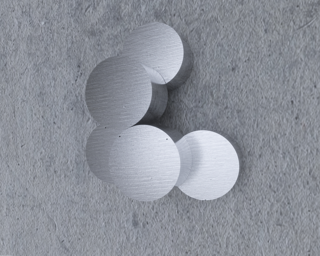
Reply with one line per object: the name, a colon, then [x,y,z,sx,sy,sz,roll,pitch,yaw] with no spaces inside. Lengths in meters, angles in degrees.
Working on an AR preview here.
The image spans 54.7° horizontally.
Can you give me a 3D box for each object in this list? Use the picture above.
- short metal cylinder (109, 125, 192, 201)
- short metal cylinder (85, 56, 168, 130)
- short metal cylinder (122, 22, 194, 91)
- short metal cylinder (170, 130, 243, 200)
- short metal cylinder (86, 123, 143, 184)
short metal cylinder: [-0.009,0.036,0.346,0.080,0.050,0.080,0,90,19]
short metal cylinder: [-0.037,-0.038,0.356,0.080,0.050,0.080,0,90,20]
short metal cylinder: [-0.002,-0.088,0.398,0.080,0.050,0.080,0,90,20]
short metal cylinder: [0.058,0.042,0.376,0.080,0.050,0.080,0,90,20]
short metal cylinder: [-0.051,0.031,0.415,0.080,0.050,0.080,0,90,20]
